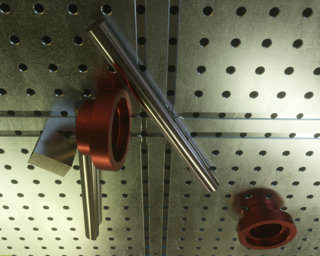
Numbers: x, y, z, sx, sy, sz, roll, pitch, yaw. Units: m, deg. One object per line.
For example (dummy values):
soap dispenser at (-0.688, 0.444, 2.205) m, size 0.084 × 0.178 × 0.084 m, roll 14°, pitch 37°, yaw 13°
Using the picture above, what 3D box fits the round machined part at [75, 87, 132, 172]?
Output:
round machined part at (-0.066, 0.000, 0.365) m, size 0.042 × 0.098 × 0.097 m, roll 4°, pitch 131°, yaw 8°

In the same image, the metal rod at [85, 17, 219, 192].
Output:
metal rod at (0.007, -0.008, 0.404) m, size 0.025 × 0.025 × 0.300 m, roll -24°, pitch 127°, yaw 19°

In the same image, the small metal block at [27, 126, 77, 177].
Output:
small metal block at (-0.143, 0.032, 0.421) m, size 0.050 × 0.050 × 0.025 m, roll 28°, pitch 125°, yaw -22°

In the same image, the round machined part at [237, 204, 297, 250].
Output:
round machined part at (0.185, 0.172, 0.548) m, size 0.099 × 0.042 × 0.097 m, roll 0°, pitch 130°, yaw 0°

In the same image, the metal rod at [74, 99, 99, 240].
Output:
metal rod at (-0.110, 0.084, 0.481) m, size 0.025 × 0.025 × 0.298 m, roll 5°, pitch 130°, yaw -4°
